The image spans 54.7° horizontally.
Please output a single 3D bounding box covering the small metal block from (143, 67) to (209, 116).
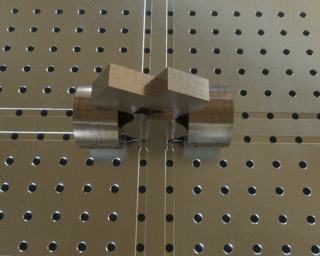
[{"bbox_3d":[0.017,-0.037,0.330,0.050,0.050,0.025,12,67,-29],"label":"small metal block"}]

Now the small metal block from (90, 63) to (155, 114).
[{"bbox_3d":[-0.040,-0.040,0.326,0.050,0.050,0.025,12,67,-29],"label":"small metal block"}]

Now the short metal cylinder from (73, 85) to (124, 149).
[{"bbox_3d":[-0.072,-0.014,0.386,0.050,0.080,0.080,1,70,1],"label":"short metal cylinder"}]

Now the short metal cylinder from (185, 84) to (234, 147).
[{"bbox_3d":[0.059,-0.015,0.388,0.050,0.080,0.080,0,70,1],"label":"short metal cylinder"}]

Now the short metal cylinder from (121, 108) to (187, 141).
[{"bbox_3d":[-0.007,-0.019,0.389,0.081,0.080,0.050,1,70,0],"label":"short metal cylinder"}]
